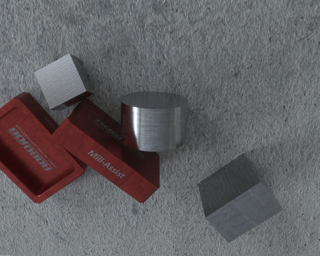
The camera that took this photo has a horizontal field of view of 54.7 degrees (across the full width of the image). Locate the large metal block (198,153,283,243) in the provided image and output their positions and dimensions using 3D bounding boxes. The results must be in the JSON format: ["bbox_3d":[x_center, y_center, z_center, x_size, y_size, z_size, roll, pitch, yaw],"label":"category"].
[{"bbox_3d":[0.103,0.091,0.415,0.080,0.080,0.050,-37,106,12],"label":"large metal block"}]

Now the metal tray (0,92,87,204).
[{"bbox_3d":[-0.172,0.029,0.416,0.090,0.030,0.130,-34,107,11],"label":"metal tray"}]

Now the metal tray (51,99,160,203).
[{"bbox_3d":[-0.059,0.024,0.383,0.130,0.090,0.030,39,105,-13],"label":"metal tray"}]

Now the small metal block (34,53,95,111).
[{"bbox_3d":[-0.116,-0.055,0.379,0.050,0.025,0.050,-26,85,9],"label":"small metal block"}]

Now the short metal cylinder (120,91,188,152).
[{"bbox_3d":[-0.007,-0.011,0.377,0.081,0.080,0.050,2,110,-1],"label":"short metal cylinder"}]
